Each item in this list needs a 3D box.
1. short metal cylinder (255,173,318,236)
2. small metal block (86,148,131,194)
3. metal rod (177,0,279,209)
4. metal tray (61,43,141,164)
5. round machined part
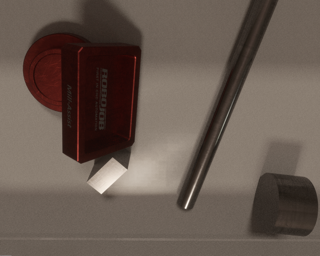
[{"bbox_3d":[0.169,0.104,0.423,0.050,0.080,0.079,7,110,-3],"label":"short metal cylinder"},{"bbox_3d":[-0.068,0.053,0.416,0.025,0.050,0.050,43,104,-14],"label":"small metal block"},{"bbox_3d":[0.082,-0.023,0.404,0.025,0.025,0.298,16,109,-6],"label":"metal rod"},{"bbox_3d":[-0.068,-0.032,0.365,0.030,0.091,0.129,21,115,35],"label":"metal tray"},{"bbox_3d":[-0.117,-0.065,0.377,0.099,0.042,0.097,0,110,-1],"label":"round machined part"}]
